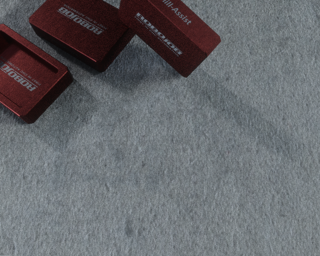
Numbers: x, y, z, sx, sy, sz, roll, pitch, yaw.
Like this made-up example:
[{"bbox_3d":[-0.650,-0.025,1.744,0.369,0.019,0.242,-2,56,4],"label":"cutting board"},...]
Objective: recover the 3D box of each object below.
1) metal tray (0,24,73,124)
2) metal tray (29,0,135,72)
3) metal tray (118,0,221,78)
[{"bbox_3d":[-0.201,-0.077,0.431,0.130,0.030,0.090,34,73,11],"label":"metal tray"},{"bbox_3d":[-0.113,-0.151,0.459,0.130,0.030,0.090,32,73,10],"label":"metal tray"},{"bbox_3d":[0.007,-0.131,0.404,0.130,0.090,0.030,41,75,-4],"label":"metal tray"}]
